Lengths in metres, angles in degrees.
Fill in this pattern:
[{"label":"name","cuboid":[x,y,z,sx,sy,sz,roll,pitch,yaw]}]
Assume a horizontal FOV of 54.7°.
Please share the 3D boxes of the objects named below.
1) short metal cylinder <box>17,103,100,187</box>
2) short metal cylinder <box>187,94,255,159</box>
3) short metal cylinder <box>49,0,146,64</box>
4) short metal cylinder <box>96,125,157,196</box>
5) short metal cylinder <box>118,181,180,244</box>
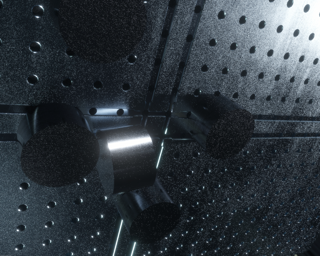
[{"label":"short metal cylinder","cuboid":[-0.114,0.018,0.345,0.081,0.050,0.079,-14,125,-21]},{"label":"short metal cylinder","cuboid":[0.087,-0.002,0.443,0.081,0.050,0.079,-14,125,-21]},{"label":"short metal cylinder","cuboid":[-0.060,-0.108,0.296,0.081,0.050,0.079,-14,125,-21]},{"label":"short metal cylinder","cuboid":[-0.044,0.038,0.376,0.050,0.080,0.079,-9,122,-24]},{"label":"short metal cylinder","cuboid":[-0.017,0.126,0.466,0.081,0.050,0.079,-14,125,-21]}]
